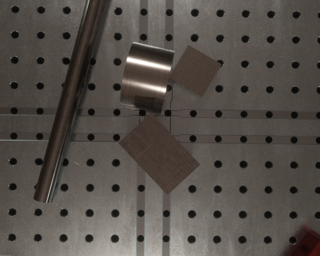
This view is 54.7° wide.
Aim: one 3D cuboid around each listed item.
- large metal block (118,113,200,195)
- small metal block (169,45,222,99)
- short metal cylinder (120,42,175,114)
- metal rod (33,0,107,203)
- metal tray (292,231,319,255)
[{"bbox_3d":[-0.001,0.029,0.386,0.050,0.080,0.080,-43,91,0],"label":"large metal block"},{"bbox_3d":[0.046,-0.074,0.414,0.050,0.025,0.050,31,90,-1],"label":"small metal block"},{"bbox_3d":[-0.015,-0.062,0.386,0.050,0.080,0.080,13,90,0],"label":"short metal cylinder"},{"bbox_3d":[-0.116,-0.049,0.411,0.025,0.025,0.298,15,90,-1],"label":"metal rod"},{"bbox_3d":[0.208,0.218,0.413,0.090,0.030,0.130,35,90,-1],"label":"metal tray"}]
